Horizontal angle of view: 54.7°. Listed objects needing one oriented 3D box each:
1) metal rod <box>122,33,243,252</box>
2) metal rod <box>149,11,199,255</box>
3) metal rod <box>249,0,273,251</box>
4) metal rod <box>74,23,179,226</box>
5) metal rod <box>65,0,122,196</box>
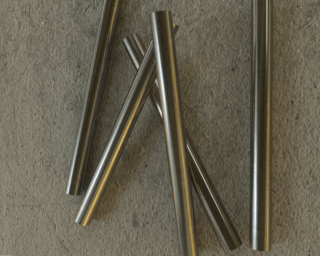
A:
[{"bbox_3d":[0.025,0.012,0.400,0.025,0.025,0.299,-29,81,18],"label":"metal rod"},{"bbox_3d":[0.019,0.018,0.369,0.025,0.025,0.298,-4,101,20],"label":"metal rod"},{"bbox_3d":[0.120,-0.008,0.366,0.025,0.025,0.298,0,90,20],"label":"metal rod"},{"bbox_3d":[-0.050,0.004,0.408,0.025,0.025,0.298,31,107,17],"label":"metal rod"},{"bbox_3d":[-0.094,-0.051,0.441,0.025,0.025,0.298,14,95,19],"label":"metal rod"}]
